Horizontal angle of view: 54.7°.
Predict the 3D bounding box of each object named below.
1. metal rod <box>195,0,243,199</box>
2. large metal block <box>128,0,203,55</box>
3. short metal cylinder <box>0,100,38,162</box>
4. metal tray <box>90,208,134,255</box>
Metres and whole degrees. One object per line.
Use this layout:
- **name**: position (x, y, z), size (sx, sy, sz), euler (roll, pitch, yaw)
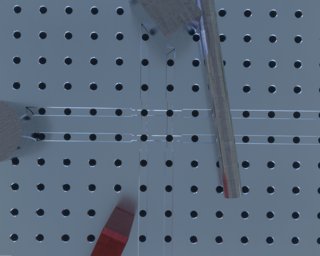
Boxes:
- **metal rod**: position (0.076, -0.057, 0.413), size (0.025, 0.025, 0.298), euler (-8, 90, 0)
- **large metal block**: position (0.004, -0.146, 0.386), size (0.050, 0.080, 0.080), euler (-37, 90, 0)
- **short metal cylinder**: position (-0.207, 0.004, 0.399), size (0.081, 0.050, 0.080), euler (0, 90, 0)
- **metal tray**: position (-0.075, 0.173, 0.380), size (0.030, 0.090, 0.129), euler (25, 90, 0)
